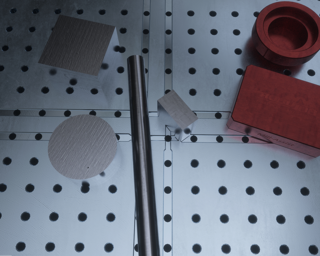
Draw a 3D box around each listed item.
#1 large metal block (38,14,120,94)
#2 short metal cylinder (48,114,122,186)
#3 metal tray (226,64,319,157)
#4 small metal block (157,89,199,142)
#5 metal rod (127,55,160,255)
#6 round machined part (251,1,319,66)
[{"bbox_3d":[-0.109,-0.103,0.435,0.080,0.050,0.080,13,70,4],"label":"large metal block"},{"bbox_3d":[-0.091,0.029,0.387,0.081,0.050,0.080,0,70,0],"label":"short metal cylinder"},{"bbox_3d":[0.167,-0.024,0.420,0.131,0.030,0.090,19,71,6],"label":"metal tray"},{"bbox_3d":[0.022,-0.015,0.404,0.025,0.050,0.050,-36,74,-12],"label":"small metal block"},{"bbox_3d":[-0.022,0.041,0.396,0.025,0.025,0.299,-5,70,-2],"label":"metal rod"},{"bbox_3d":[0.183,-0.132,0.453,0.099,0.042,0.098,0,70,-1],"label":"round machined part"}]
